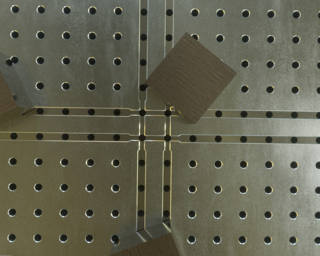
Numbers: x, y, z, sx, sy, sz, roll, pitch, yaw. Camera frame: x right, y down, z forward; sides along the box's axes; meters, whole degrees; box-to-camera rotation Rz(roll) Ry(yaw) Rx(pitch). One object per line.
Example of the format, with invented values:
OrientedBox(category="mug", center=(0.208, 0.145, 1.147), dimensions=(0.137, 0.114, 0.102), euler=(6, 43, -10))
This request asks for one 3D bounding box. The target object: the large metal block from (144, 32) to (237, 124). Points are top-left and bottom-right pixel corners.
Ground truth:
OrientedBox(category="large metal block", center=(0.038, -0.061, 0.401), dimensions=(0.080, 0.050, 0.080), euler=(39, 90, -1))

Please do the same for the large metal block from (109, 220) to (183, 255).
OrientedBox(category="large metal block", center=(-0.010, 0.178, 0.401), dimensions=(0.080, 0.050, 0.080), euler=(-21, 90, -1))

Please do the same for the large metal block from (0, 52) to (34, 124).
OrientedBox(category="large metal block", center=(-0.225, -0.045, 0.398), dimensions=(0.080, 0.050, 0.080), euler=(-25, 90, -1))
